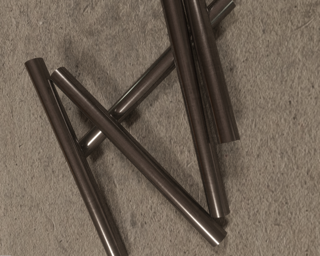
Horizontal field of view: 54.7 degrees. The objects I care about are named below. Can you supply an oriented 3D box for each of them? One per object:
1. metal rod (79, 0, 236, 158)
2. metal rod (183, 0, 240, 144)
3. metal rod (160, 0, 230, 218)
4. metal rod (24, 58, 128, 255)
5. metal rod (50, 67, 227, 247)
[{"bbox_3d":[-0.020,-0.057,0.415,0.299,0.025,0.025,-44,77,14],"label":"metal rod"},{"bbox_3d":[0.045,-0.129,0.364,0.025,0.025,0.298,-15,83,19],"label":"metal rod"},{"bbox_3d":[0.040,-0.039,0.375,0.025,0.025,0.298,-12,93,19],"label":"metal rod"},{"bbox_3d":[-0.112,0.048,0.422,0.025,0.025,0.299,-22,92,18],"label":"metal rod"},{"bbox_3d":[-0.032,0.032,0.399,0.300,0.025,0.025,45,104,6],"label":"metal rod"}]
